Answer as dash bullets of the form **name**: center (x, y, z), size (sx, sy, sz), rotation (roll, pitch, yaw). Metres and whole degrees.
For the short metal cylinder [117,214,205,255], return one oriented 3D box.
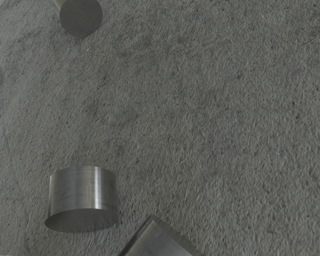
- **short metal cylinder**: center (0.006, 0.126, 0.288), size (0.080, 0.080, 0.050), rotation (33, 80, 38)

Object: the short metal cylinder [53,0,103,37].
- **short metal cylinder**: center (-0.156, -0.222, 0.587), size (0.080, 0.080, 0.050), rotation (-38, 51, 3)

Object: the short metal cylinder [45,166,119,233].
- **short metal cylinder**: center (-0.091, 0.086, 0.364), size (0.080, 0.080, 0.050), rotation (-21, 54, 16)
